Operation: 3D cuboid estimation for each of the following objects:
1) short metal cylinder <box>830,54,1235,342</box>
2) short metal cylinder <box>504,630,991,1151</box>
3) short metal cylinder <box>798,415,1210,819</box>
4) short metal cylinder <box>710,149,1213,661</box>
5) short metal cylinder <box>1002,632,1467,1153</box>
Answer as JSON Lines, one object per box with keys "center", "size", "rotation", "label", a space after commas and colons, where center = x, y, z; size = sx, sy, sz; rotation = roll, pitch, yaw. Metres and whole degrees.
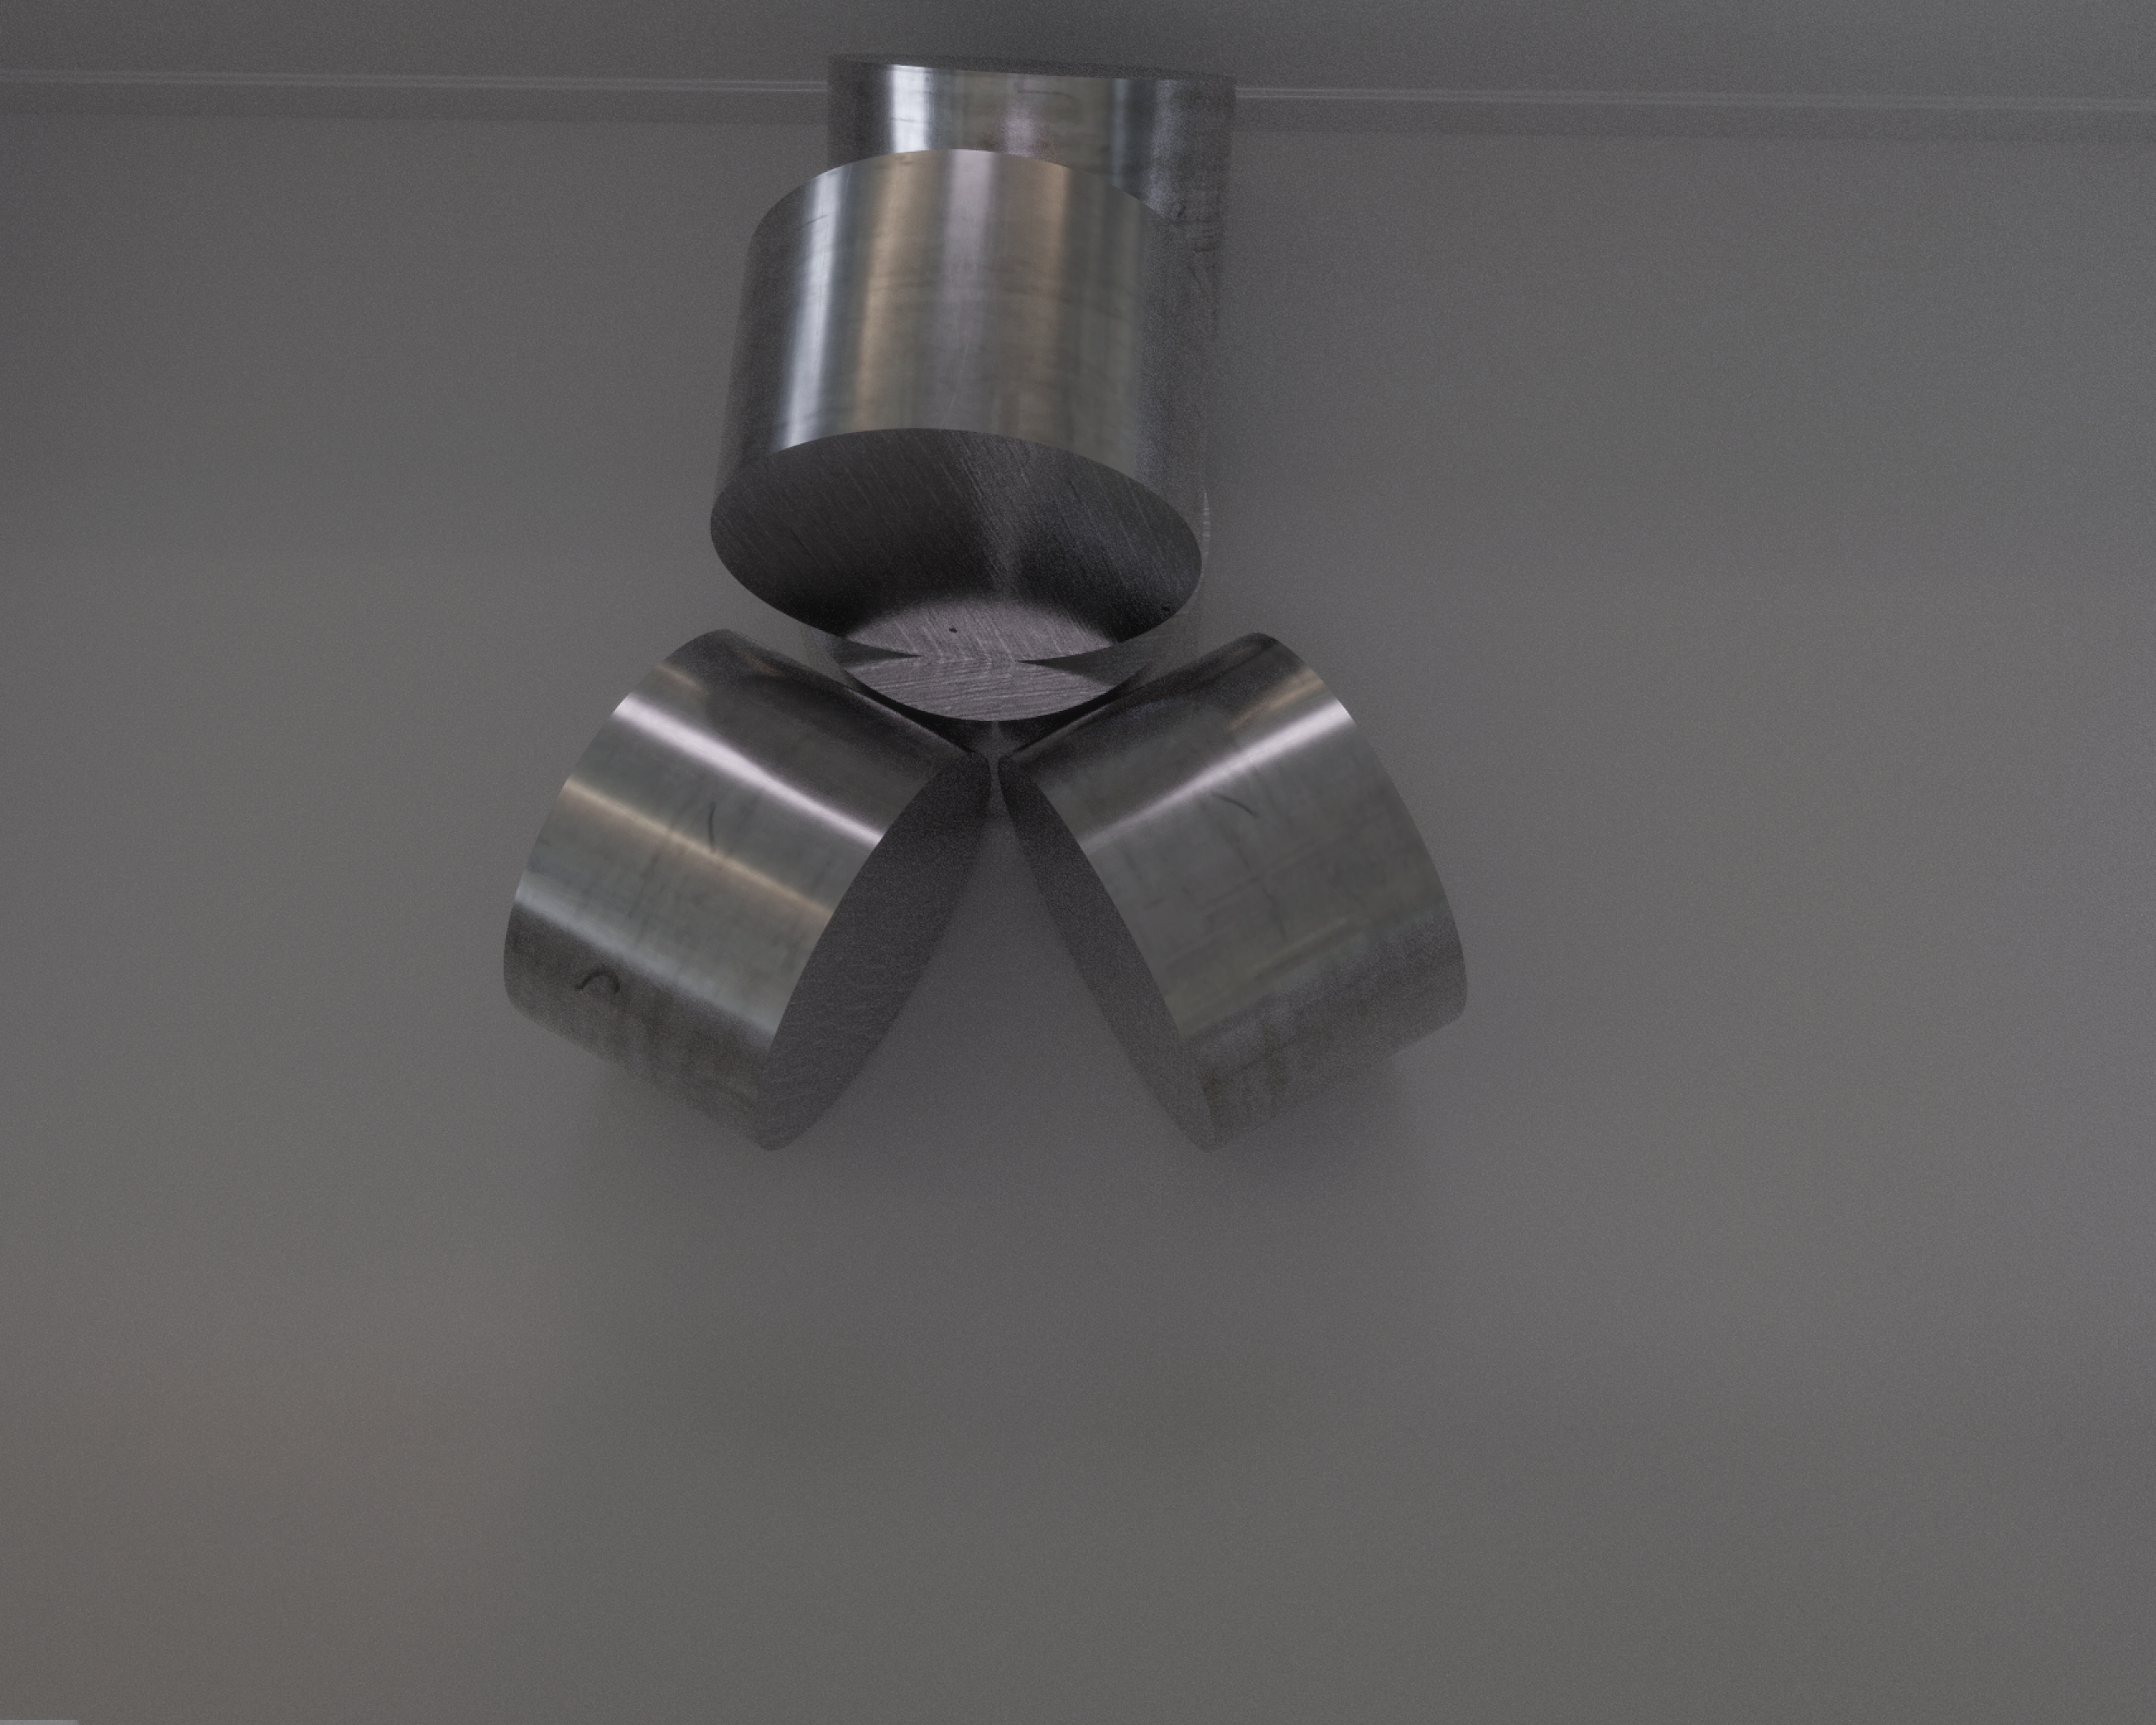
{"center": [-0.010, -0.134, 0.421], "size": [0.080, 0.080, 0.050], "rotation": [4, 113, 1], "label": "short metal cylinder"}
{"center": [-0.058, 0.005, 0.376], "size": [0.050, 0.080, 0.080], "rotation": [28, 72, 10], "label": "short metal cylinder"}
{"center": [-0.015, -0.055, 0.413], "size": [0.081, 0.050, 0.080], "rotation": [0, 70, 0], "label": "short metal cylinder"}
{"center": [-0.018, -0.074, 0.352], "size": [0.080, 0.080, 0.050], "rotation": [3, 70, 1], "label": "short metal cylinder"}
{"center": [0.027, 0.005, 0.377], "size": [0.050, 0.080, 0.080], "rotation": [-27, 73, -9], "label": "short metal cylinder"}
